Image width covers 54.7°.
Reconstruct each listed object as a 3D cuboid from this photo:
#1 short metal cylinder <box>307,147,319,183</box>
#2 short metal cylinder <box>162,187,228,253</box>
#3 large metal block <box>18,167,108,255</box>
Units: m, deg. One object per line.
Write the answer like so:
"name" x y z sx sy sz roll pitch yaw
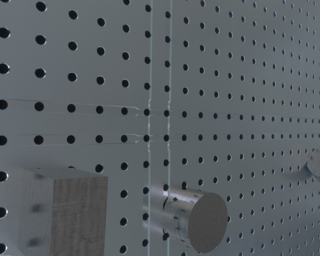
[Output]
"short metal cylinder" 0.381 0.086 0.693 0.050 0.080 0.080 41 65 -33
"short metal cylinder" 0.050 0.127 0.435 0.081 0.050 0.079 0 90 -40
"large metal block" -0.094 0.082 0.295 0.050 0.080 0.080 4 87 -40
